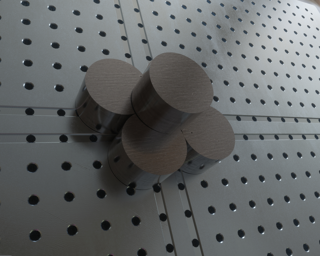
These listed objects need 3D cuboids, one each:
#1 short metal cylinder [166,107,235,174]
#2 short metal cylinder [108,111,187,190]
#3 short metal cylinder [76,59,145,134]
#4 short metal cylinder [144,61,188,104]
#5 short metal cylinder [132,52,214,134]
[{"bbox_3d":[0.051,0.015,0.412,0.081,0.050,0.080,14,56,-21],"label":"short metal cylinder"},{"bbox_3d":[-0.015,0.027,0.368,0.081,0.050,0.080,14,56,-21],"label":"short metal cylinder"},{"bbox_3d":[-0.059,-0.039,0.384,0.081,0.050,0.080,14,56,-21],"label":"short metal cylinder"},{"bbox_3d":[0.009,-0.051,0.429,0.081,0.050,0.080,14,56,-21],"label":"short metal cylinder"},{"bbox_3d":[0.014,-0.040,0.359,0.081,0.050,0.080,14,57,-22],"label":"short metal cylinder"}]
